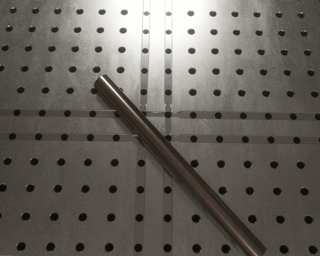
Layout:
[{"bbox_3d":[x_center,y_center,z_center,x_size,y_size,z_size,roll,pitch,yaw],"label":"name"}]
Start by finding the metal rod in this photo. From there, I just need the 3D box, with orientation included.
[{"bbox_3d":[0.016,0.041,0.396,0.025,0.025,0.300,-39,75,-13],"label":"metal rod"}]
